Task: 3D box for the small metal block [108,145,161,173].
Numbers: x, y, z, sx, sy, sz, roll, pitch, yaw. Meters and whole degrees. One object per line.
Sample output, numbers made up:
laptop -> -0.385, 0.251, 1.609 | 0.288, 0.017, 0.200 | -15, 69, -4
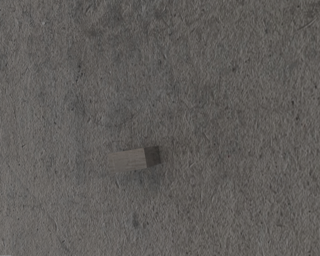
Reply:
small metal block -> -0.032, 0.041, 0.408 | 0.050, 0.050, 0.025 | -11, 87, 20
